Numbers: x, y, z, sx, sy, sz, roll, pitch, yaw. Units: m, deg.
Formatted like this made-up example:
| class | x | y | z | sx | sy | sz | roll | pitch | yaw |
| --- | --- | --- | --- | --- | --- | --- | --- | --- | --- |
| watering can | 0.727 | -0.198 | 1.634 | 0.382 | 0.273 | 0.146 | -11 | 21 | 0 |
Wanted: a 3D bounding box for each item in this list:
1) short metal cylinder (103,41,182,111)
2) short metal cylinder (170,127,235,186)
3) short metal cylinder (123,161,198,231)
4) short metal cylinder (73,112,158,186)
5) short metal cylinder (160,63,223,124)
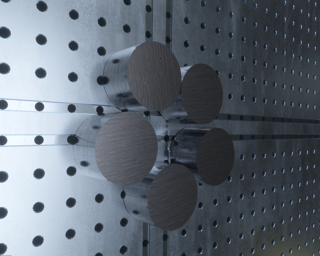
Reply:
| class | x | y | z | sx | sy | sz | roll | pitch | yaw |
| --- | --- | --- | --- | --- | --- | --- | --- | --- | --- |
| short metal cylinder | -0.020 | -0.060 | 0.375 | 0.081 | 0.050 | 0.079 | 0 | 91 | -40 |
| short metal cylinder | 0.061 | 0.039 | 0.443 | 0.081 | 0.050 | 0.079 | -2 | 93 | -40 |
| short metal cylinder | 0.002 | 0.083 | 0.392 | 0.081 | 0.050 | 0.080 | 0 | 90 | -39 |
| short metal cylinder | -0.049 | 0.022 | 0.351 | 0.081 | 0.050 | 0.079 | -1 | 91 | -40 |
| short metal cylinder | 0.041 | -0.045 | 0.425 | 0.081 | 0.050 | 0.079 | 0 | 91 | -40 |
